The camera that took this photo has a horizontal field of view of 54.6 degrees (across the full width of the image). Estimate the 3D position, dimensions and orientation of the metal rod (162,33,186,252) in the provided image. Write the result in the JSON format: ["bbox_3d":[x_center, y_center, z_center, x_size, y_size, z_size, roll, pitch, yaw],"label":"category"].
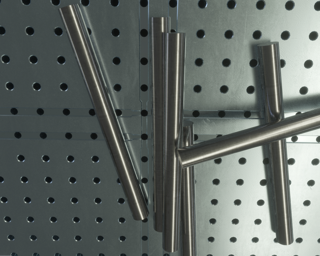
[{"bbox_3d":[0.017,0.032,0.402,0.025,0.025,0.298,0,110,0],"label":"metal rod"}]

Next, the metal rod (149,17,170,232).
[{"bbox_3d":[0.001,0.009,0.416,0.025,0.025,0.298,-1,110,0],"label":"metal rod"}]

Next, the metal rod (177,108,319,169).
[{"bbox_3d":[0.169,-0.003,0.388,0.302,0.025,0.025,-16,110,-5],"label":"metal rod"}]

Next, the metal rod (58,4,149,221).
[{"bbox_3d":[-0.067,-0.006,0.410,0.025,0.025,0.299,-14,110,5],"label":"metal rod"}]

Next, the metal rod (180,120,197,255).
[{"bbox_3d":[0.041,0.133,0.462,0.025,0.025,0.298,-3,110,1],"label":"metal rod"}]

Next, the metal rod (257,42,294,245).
[{"bbox_3d":[0.162,0.035,0.427,0.025,0.025,0.298,-11,110,4],"label":"metal rod"}]
